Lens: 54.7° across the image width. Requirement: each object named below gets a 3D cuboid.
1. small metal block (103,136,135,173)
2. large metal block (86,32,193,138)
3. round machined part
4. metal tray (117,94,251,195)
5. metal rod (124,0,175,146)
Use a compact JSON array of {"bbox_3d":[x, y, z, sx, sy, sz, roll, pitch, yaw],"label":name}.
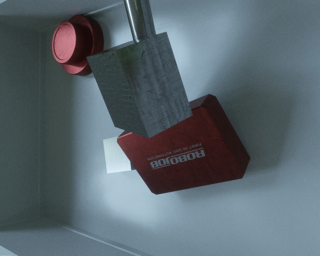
[{"bbox_3d":[-0.054,0.037,0.449,0.050,0.025,0.050,-13,82,39],"label":"small metal block"},{"bbox_3d":[-0.022,-0.042,0.303,0.080,0.050,0.080,14,128,59],"label":"large metal block"},{"bbox_3d":[-0.141,-0.137,0.509,0.098,0.042,0.097,0,90,39],"label":"round machined part"},{"bbox_3d":[0.023,0.025,0.355,0.130,0.030,0.090,-20,109,38],"label":"metal tray"},{"bbox_3d":[-0.018,-0.104,0.324,0.025,0.025,0.298,15,130,39],"label":"metal rod"}]
